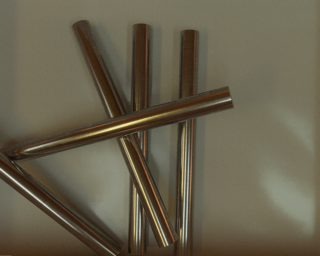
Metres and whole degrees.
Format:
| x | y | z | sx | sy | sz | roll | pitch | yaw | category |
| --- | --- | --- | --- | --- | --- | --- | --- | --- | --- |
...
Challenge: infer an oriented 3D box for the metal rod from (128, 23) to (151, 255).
| x | y | z | sx | sy | sz | roll | pitch | yaw | category |
| --- | --- | --- | --- | --- | --- | --- | --- | --- | --- |
| -0.027 | 0.014 | 0.411 | 0.025 | 0.025 | 0.298 | 1 | 90 | -1 | metal rod |

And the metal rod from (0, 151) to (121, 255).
| x | y | z | sx | sy | sz | roll | pitch | yaw | category |
| --- | --- | --- | --- | --- | --- | --- | --- | --- | --- |
| -0.171 | 0.069 | 0.388 | 0.300 | 0.025 | 0.025 | 42 | 90 | -9 | metal rod |

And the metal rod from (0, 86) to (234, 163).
| x | y | z | sx | sy | sz | roll | pitch | yaw | category |
| --- | --- | --- | --- | --- | --- | --- | --- | --- | --- |
| -0.065 | 0.003 | 0.368 | 0.301 | 0.025 | 0.025 | -14 | 90 | 16 | metal rod |

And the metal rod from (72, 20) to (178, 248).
| x | y | z | sx | sy | sz | roll | pitch | yaw | category |
| --- | --- | --- | --- | --- | --- | --- | --- | --- | --- |
| -0.047 | 0.001 | 0.390 | 0.025 | 0.025 | 0.299 | -23 | 82 | 0 | metal rod |

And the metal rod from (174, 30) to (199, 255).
| x | y | z | sx | sy | sz | roll | pitch | yaw | category |
| --- | --- | --- | --- | --- | --- | --- | --- | --- | --- |
| 0.035 | 0.022 | 0.411 | 0.025 | 0.025 | 0.298 | 2 | 90 | -1 | metal rod |
